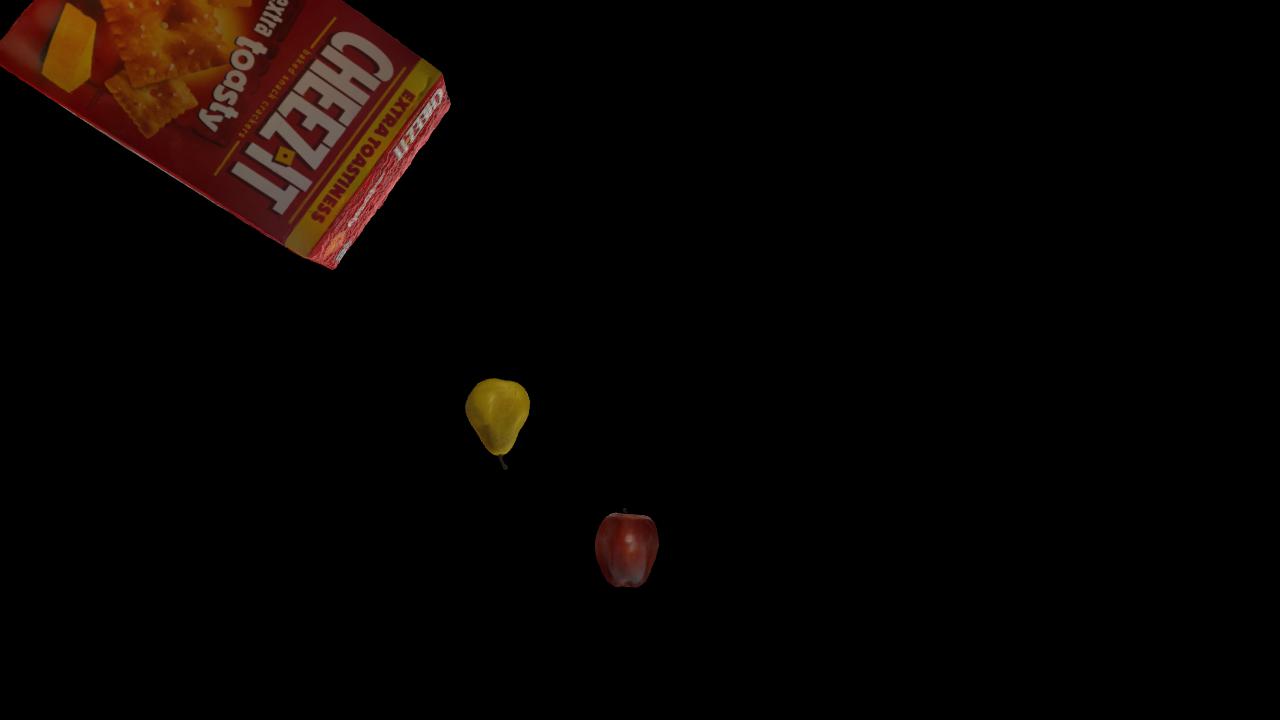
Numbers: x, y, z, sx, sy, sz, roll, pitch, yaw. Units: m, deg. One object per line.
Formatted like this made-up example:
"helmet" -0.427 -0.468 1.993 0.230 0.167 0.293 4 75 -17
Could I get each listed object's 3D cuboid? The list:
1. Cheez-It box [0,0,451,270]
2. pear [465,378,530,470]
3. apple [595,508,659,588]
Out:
"Cheez-It box" -0.276 -0.194 0.434 0.223 0.166 0.071 34 -6 -10
"pear" -0.182 0.081 0.774 0.080 0.111 0.080 4 -20 1
"apple" -0.017 0.231 0.758 0.079 0.093 0.079 1 -18 0
